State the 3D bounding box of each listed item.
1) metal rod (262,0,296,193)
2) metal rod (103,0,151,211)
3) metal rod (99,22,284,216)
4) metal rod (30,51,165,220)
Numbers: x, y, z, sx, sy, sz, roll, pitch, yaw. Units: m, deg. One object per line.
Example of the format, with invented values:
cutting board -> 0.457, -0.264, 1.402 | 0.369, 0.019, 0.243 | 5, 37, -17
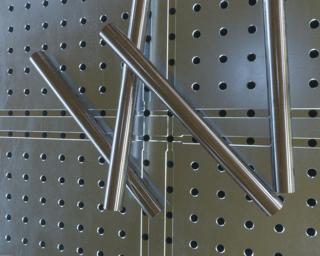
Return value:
metal rod -> 0.137, -0.076, 0.364 | 0.025, 0.025, 0.298 | -3, 89, 20
metal rod -> -0.042, -0.043, 0.411 | 0.025, 0.025, 0.299 | 6, 86, 20
metal rod -> 0.034, -0.014, 0.379 | 0.025, 0.025, 0.300 | -44, 85, 15
metal rod -> -0.096, 0.002, 0.447 | 0.025, 0.025, 0.300 | -43, 77, 15
